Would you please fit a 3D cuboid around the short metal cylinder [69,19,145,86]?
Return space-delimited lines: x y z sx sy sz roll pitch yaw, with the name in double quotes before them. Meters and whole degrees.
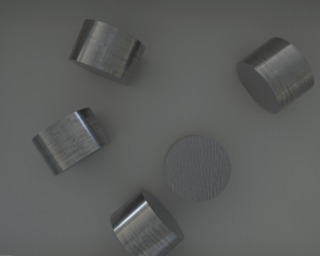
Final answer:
"short metal cylinder" -0.065 -0.091 0.383 0.080 0.080 0.050 22 90 0

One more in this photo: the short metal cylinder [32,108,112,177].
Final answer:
"short metal cylinder" -0.107 0.017 0.383 0.080 0.080 0.050 -32 90 0

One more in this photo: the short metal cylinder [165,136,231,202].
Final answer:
"short metal cylinder" 0.046 0.049 0.399 0.081 0.050 0.080 0 90 0

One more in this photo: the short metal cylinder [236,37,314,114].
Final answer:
"short metal cylinder" 0.141 -0.064 0.385 0.050 0.080 0.080 -37 90 0

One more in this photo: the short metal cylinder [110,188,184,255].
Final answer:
"short metal cylinder" -0.015 0.122 0.384 0.050 0.080 0.080 -42 90 0
